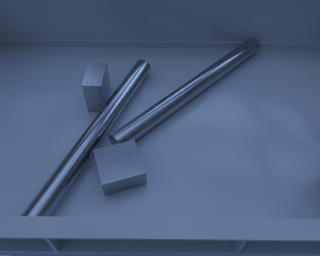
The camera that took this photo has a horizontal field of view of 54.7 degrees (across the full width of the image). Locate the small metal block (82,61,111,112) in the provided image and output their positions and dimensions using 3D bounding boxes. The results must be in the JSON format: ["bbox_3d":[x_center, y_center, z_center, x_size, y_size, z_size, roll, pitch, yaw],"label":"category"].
[{"bbox_3d":[-0.088,-0.058,0.436,0.025,0.050,0.050,2,50,1],"label":"small metal block"}]

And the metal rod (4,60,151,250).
[{"bbox_3d":[-0.084,0.009,0.396,0.025,0.025,0.301,18,52,14],"label":"metal rod"}]

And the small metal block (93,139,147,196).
[{"bbox_3d":[-0.047,0.046,0.366,0.050,0.025,0.050,-14,52,-12],"label":"small metal block"}]

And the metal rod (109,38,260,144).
[{"bbox_3d":[0.051,-0.061,0.456,0.302,0.025,0.025,-37,59,-27],"label":"metal rod"}]
